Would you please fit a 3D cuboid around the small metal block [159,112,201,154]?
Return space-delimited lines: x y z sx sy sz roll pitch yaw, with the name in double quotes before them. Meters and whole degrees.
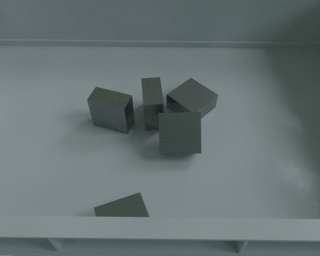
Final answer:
"small metal block" 0.024 0.005 0.383 0.050 0.025 0.050 -1 94 -1

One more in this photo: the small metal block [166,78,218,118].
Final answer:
"small metal block" 0.045 -0.038 0.437 0.050 0.025 0.050 -37 59 -27

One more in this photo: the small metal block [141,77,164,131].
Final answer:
"small metal block" -0.010 -0.032 0.416 0.025 0.050 0.050 -4 50 -4

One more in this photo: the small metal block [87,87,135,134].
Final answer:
"small metal block" -0.063 -0.022 0.407 0.050 0.050 0.025 14 52 12

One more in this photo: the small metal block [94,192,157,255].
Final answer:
"small metal block" -0.036 0.101 0.320 0.050 0.025 0.050 -16 52 -13
